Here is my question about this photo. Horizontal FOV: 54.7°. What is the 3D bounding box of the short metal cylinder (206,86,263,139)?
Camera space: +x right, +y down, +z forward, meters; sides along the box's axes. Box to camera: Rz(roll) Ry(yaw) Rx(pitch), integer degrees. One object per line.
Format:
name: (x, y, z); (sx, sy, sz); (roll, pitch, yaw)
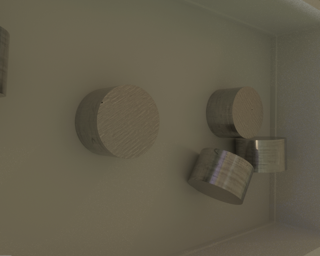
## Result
short metal cylinder: (0.119, -0.024, 0.489); (0.081, 0.050, 0.080); (0, 90, -40)

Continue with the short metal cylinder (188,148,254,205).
short metal cylinder: (0.087, 0.070, 0.444); (0.080, 0.080, 0.050); (39, 66, -33)

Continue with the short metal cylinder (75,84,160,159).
short metal cylinder: (-0.047, -0.007, 0.350); (0.081, 0.050, 0.080); (0, 90, -40)

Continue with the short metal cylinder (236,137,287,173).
short metal cylinder: (0.166, 0.042, 0.510); (0.081, 0.080, 0.050); (-4, 93, -40)

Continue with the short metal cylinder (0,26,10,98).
short metal cylinder: (-0.161, -0.053, 0.236); (0.081, 0.080, 0.050); (4, 88, -40)
